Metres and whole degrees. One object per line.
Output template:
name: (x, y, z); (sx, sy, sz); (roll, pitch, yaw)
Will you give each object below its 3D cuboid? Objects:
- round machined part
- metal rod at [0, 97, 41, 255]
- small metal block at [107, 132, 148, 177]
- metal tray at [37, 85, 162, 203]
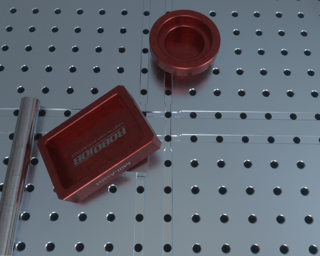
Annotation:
round machined part: (0.034, -0.117, 0.446); (0.099, 0.042, 0.098); (0, 70, -1)
metal rod: (-0.181, 0.103, 0.371); (0.025, 0.025, 0.299); (2, 70, 0)
small metal block: (-0.040, 0.034, 0.399); (0.050, 0.025, 0.050); (4, 70, 1)
metal tray: (-0.076, 0.019, 0.377); (0.130, 0.030, 0.090); (-34, 64, 2)
